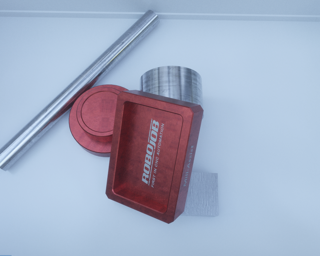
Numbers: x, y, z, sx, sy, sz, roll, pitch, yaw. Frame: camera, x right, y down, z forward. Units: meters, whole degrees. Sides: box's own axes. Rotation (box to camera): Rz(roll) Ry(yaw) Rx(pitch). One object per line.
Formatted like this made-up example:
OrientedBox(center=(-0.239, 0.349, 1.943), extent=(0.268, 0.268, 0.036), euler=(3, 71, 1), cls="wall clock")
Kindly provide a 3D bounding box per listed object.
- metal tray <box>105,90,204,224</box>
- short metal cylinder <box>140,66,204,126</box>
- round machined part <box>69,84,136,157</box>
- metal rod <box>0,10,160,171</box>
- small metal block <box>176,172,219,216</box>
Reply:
OrientedBox(center=(-0.009, 0.029, 0.346), extent=(0.090, 0.030, 0.129), euler=(16, 106, 24), cls="metal tray")
OrientedBox(center=(0.014, -0.037, 0.394), extent=(0.081, 0.080, 0.050), euler=(0, 70, -1), cls="short metal cylinder")
OrientedBox(center=(-0.070, -0.014, 0.405), extent=(0.099, 0.042, 0.098), euler=(0, 70, -1), cls="round machined part")
OrientedBox(center=(-0.107, -0.061, 0.430), extent=(0.025, 0.025, 0.301), euler=(39, 74, 12), cls="metal rod")
OrientedBox(center=(0.044, 0.082, 0.380), extent=(0.050, 0.025, 0.050), euler=(2, 70, 0), cls="small metal block")
